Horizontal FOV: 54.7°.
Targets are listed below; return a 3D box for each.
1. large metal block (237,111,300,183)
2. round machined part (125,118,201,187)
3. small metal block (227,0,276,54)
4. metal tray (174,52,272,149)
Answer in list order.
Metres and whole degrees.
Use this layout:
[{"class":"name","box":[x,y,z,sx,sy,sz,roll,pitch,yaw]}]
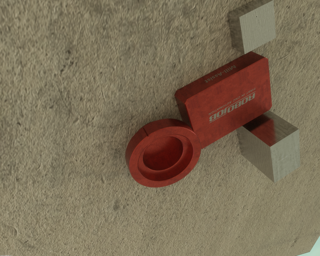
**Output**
[{"class":"large metal block","box":[0.166,0.023,0.479,0.050,0.080,0.080,-30,129,-10]},{"class":"round machined part","box":[0.001,0.029,0.412,0.099,0.042,0.097,-12,126,-17]},{"class":"small metal block","box":[0.117,-0.130,0.392,0.050,0.025,0.050,-29,129,-10]},{"class":"metal tray","box":[0.092,-0.038,0.433,0.131,0.030,0.090,-29,129,-10]}]
